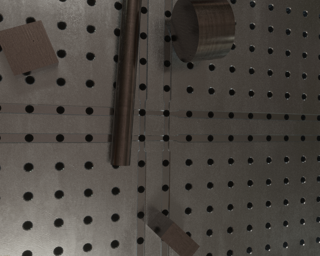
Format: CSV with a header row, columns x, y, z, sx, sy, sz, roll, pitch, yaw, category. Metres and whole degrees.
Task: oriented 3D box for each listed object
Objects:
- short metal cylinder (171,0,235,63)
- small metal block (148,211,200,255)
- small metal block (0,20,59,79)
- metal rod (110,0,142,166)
x,y,z,sx,sy,sz,roll,pitch,yaw,category
0.053,-0.128,0.404,0.050,0.080,0.079,-11,94,-20,short metal cylinder
0.017,0.142,0.407,0.050,0.050,0.025,46,76,-15,small metal block
-0.152,-0.090,0.357,0.050,0.025,0.050,-24,98,-19,small metal block
-0.040,-0.102,0.398,0.025,0.025,0.298,4,89,-20,metal rod
